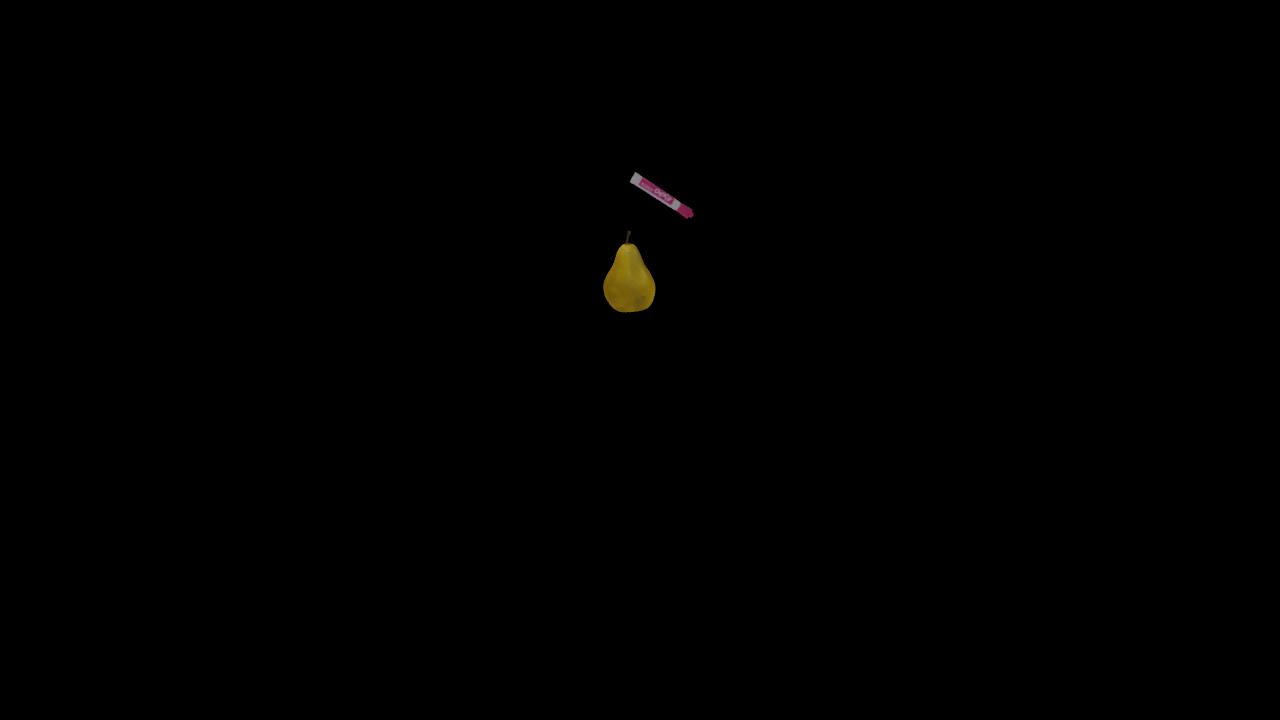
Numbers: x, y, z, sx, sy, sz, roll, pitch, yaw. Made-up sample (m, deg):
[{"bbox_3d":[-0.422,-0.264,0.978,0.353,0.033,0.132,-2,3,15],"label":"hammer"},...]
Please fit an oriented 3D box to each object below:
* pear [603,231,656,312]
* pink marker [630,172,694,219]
[{"bbox_3d":[-0.017,-0.124,0.857,0.080,0.111,0.080,-5,13,1],"label":"pear"},{"bbox_3d":[0.038,-0.275,1.037,0.121,0.020,0.020,31,-6,-11],"label":"pink marker"}]
